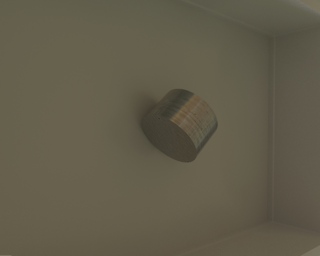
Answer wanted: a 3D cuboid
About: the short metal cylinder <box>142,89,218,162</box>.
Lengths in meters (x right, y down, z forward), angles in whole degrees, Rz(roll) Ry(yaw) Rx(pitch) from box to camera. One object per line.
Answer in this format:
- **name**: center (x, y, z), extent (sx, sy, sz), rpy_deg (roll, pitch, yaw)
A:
- **short metal cylinder**: center (0.025, -0.002, 0.390), extent (0.050, 0.080, 0.080), rpy_deg (-49, 120, -29)
